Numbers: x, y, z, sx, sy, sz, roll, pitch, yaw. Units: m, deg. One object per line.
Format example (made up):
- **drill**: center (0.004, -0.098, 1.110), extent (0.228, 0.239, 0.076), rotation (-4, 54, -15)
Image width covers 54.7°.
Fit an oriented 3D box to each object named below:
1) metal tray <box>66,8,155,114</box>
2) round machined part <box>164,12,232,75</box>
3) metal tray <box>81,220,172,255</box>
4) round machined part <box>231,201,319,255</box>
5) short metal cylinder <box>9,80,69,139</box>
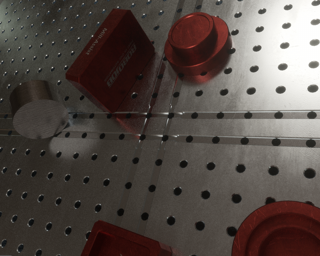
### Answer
- **metal tray**: center (-0.068, -0.098, 0.460), extent (0.030, 0.090, 0.130), rotation (21, 73, 35)
- **round machined part**: center (0.050, -0.128, 0.448), extent (0.098, 0.042, 0.098), rotation (-13, 56, 20)
- **metal tray**: center (-0.052, 0.174, 0.324), extent (0.090, 0.030, 0.130), rotation (8, 66, 31)
- **round machined part**: center (0.115, 0.116, 0.265), extent (0.098, 0.042, 0.098), rotation (-13, 56, 20)
- **short metal cylinder**: center (-0.190, -0.029, 0.488), extent (0.080, 0.080, 0.050), rotation (-35, 52, 5)
